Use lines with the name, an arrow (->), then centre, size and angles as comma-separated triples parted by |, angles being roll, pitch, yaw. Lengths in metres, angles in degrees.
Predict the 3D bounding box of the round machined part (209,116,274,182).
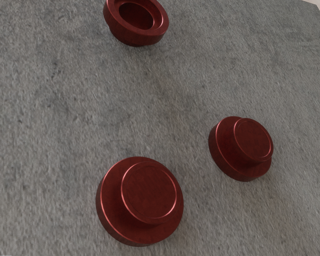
round machined part -> 0.123, 0.024, 0.446 | 0.099, 0.042, 0.098 | 14, 56, -21

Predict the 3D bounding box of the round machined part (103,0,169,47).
round machined part -> -0.039, -0.164, 0.473 | 0.099, 0.042, 0.098 | 14, 56, -21

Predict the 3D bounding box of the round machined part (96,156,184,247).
round machined part -> -0.016, 0.075, 0.339 | 0.099, 0.042, 0.098 | 14, 56, -21
